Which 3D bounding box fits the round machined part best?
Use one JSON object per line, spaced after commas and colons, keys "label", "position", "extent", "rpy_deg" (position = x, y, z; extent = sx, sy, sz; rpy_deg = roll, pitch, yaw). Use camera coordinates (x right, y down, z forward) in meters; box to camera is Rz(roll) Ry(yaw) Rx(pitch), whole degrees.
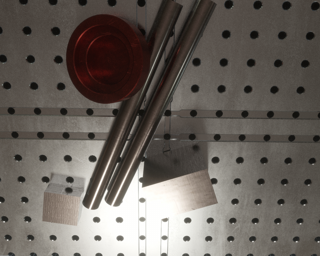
{"label": "round machined part", "position": [-0.056, -0.079, 0.362], "extent": [0.098, 0.042, 0.097], "rpy_deg": [4, 101, 21]}

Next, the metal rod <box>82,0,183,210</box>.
{"label": "metal rod", "position": [-0.043, -0.018, 0.406], "extent": [0.025, 0.025, 0.298], "rpy_deg": [22, 108, -8]}

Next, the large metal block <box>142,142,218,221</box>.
{"label": "large metal block", "position": [0.024, 0.067, 0.409], "extent": [0.080, 0.080, 0.050], "rpy_deg": [-17, 109, 6]}

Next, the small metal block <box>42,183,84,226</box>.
{"label": "small metal block", "position": [-0.141, 0.112, 0.453], "extent": [0.050, 0.025, 0.050], "rpy_deg": [10, 110, -4]}

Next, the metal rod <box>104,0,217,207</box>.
{"label": "metal rod", "position": [-0.007, -0.021, 0.405], "extent": [0.025, 0.025, 0.298], "rpy_deg": [23, 108, -9]}
